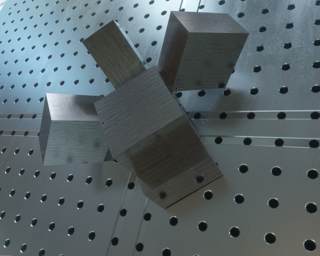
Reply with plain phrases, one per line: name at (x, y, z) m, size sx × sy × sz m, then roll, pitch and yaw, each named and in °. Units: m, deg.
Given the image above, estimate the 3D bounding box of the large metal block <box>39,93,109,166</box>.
large metal block at (-0.111, 0.003, 0.411) m, size 0.050 × 0.081 × 0.080 m, roll 62°, pitch 140°, yaw 39°

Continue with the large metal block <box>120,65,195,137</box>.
large metal block at (-0.013, -0.023, 0.415) m, size 0.080 × 0.050 × 0.080 m, roll -33°, pitch 51°, yaw 6°

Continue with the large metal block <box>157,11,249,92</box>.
large metal block at (0.050, -0.094, 0.385) m, size 0.081 × 0.080 × 0.050 m, roll -7°, pitch 47°, yaw -24°

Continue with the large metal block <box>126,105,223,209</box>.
large metal block at (0.014, 0.034, 0.364) m, size 0.080 × 0.050 × 0.080 m, roll -31°, pitch 50°, yaw 7°

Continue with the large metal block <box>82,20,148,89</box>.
large metal block at (-0.059, -0.104, 0.449) m, size 0.050 × 0.080 × 0.080 m, roll -33°, pitch 12°, yaw 7°

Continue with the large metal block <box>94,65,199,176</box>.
large metal block at (-0.016, -0.008, 0.341) m, size 0.080 × 0.050 × 0.080 m, roll -32°, pitch 52°, yaw 6°
